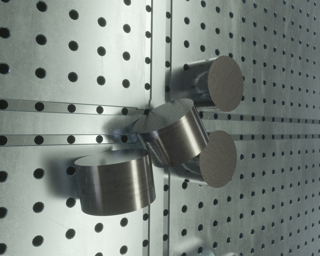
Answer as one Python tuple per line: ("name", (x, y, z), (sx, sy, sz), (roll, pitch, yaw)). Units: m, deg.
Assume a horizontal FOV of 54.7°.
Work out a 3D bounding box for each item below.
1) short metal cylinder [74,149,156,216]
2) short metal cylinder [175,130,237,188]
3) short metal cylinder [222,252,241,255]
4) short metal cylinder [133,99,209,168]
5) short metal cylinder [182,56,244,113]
("short metal cylinder", (-0.047, 0.055, 0.334), (0.081, 0.080, 0.050), (-11, 98, -39))
("short metal cylinder", (0.066, 0.043, 0.448), (0.081, 0.050, 0.080), (0, 90, -40))
("short metal cylinder", (0.103, 0.235, 0.460), (0.050, 0.080, 0.079), (-11, 97, -40))
("short metal cylinder", (0.014, 0.005, 0.385), (0.080, 0.080, 0.050), (-40, 115, -32))
("short metal cylinder", (0.079, -0.063, 0.458), (0.081, 0.050, 0.079), (0, 90, -40))
